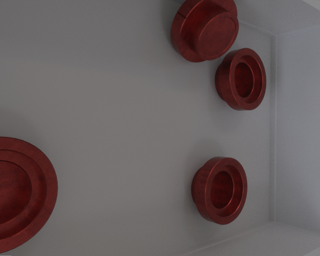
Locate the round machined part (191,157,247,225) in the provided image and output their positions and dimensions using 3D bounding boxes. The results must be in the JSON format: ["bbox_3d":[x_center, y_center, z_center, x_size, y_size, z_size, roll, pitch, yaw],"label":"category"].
[{"bbox_3d":[0.086,0.092,0.467,0.099,0.042,0.097,0,90,-40],"label":"round machined part"}]

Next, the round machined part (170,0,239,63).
[{"bbox_3d":[0.067,-0.131,0.418,0.099,0.042,0.097,-24,141,-21],"label":"round machined part"}]

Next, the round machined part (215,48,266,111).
[{"bbox_3d":[0.127,-0.077,0.501,0.099,0.042,0.097,0,90,-40],"label":"round machined part"}]

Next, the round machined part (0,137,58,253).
[{"bbox_3d":[-0.146,0.056,0.273,0.099,0.042,0.097,0,90,-40],"label":"round machined part"}]
